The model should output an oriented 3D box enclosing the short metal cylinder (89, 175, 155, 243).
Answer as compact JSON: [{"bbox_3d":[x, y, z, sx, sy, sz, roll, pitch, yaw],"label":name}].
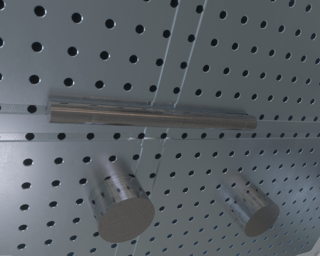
[{"bbox_3d":[-0.054,0.113,0.436,0.081,0.050,0.079,-14,124,-21],"label":"short metal cylinder"}]

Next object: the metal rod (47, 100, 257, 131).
[{"bbox_3d":[0.011,-0.013,0.409,0.303,0.025,0.025,2,117,-30],"label":"metal rod"}]

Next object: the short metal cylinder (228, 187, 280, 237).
[{"bbox_3d":[0.180,0.160,0.593,0.081,0.050,0.079,-14,124,-21],"label":"short metal cylinder"}]
